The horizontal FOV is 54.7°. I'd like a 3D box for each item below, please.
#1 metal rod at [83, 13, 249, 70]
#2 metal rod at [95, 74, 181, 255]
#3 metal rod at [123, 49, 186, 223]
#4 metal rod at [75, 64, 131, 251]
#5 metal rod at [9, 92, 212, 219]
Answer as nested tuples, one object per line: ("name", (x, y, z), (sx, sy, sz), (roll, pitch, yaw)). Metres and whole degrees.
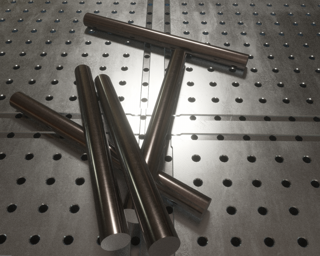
("metal rod", (0.002, -0.153, 0.536), (0.301, 0.025, 0.025), (19, 53, 15))
("metal rod", (-0.042, 0.009, 0.348), (0.025, 0.025, 0.300), (-14, 36, -12))
("metal rod", (0.003, -0.017, 0.400), (0.025, 0.025, 0.300), (9, 44, 7))
("metal rod", (-0.078, 0.004, 0.369), (0.025, 0.025, 0.300), (-12, 41, -11))
("metal rod", (-0.076, 0.024, 0.386), (0.301, 0.025, 0.025), (27, 55, 20))
